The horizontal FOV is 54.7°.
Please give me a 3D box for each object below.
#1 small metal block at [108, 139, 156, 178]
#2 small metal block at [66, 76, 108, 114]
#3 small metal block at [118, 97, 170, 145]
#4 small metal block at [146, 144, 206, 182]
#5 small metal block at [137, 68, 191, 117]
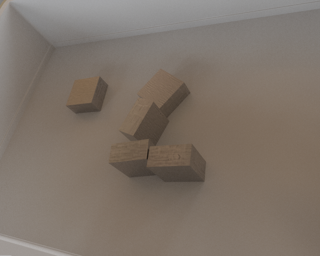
[{"bbox_3d":[-0.026,0.038,0.379,0.050,0.050,0.025,-9,58,23],"label":"small metal block"},{"bbox_3d":[-0.116,-0.053,0.497,0.050,0.025,0.050,-4,60,26],"label":"small metal block"},{"bbox_3d":[-0.019,-0.003,0.400,0.025,0.050,0.050,19,72,35],"label":"small metal block"},{"bbox_3d":[0.020,0.041,0.353,0.050,0.050,0.025,-5,60,25],"label":"small metal block"},{"bbox_3d":[0.005,-0.049,0.432,0.050,0.025,0.050,-47,52,-5],"label":"small metal block"}]
